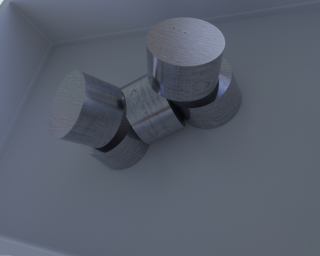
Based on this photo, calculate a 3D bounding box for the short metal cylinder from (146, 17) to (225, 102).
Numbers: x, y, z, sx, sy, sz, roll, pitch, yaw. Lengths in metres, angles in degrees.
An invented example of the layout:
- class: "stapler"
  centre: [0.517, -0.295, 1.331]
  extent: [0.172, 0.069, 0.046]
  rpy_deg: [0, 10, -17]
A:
- class: "short metal cylinder"
  centre: [0.026, -0.075, 0.335]
  extent: [0.081, 0.050, 0.080]
  rpy_deg: [0, 53, 0]

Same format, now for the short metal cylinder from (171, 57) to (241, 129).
- class: "short metal cylinder"
  centre: [0.055, -0.046, 0.386]
  extent: [0.080, 0.050, 0.080]
  rpy_deg: [-13, 56, 20]

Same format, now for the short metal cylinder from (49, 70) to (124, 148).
- class: "short metal cylinder"
  centre: [-0.087, -0.021, 0.361]
  extent: [0.080, 0.050, 0.080]
  rpy_deg: [-20, 61, 42]

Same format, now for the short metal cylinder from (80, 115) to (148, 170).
- class: "short metal cylinder"
  centre: [-0.061, 0.009, 0.412]
  extent: [0.080, 0.050, 0.080]
  rpy_deg: [-13, 56, 20]

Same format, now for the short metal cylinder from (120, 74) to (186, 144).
- class: "short metal cylinder"
  centre: [-0.009, -0.027, 0.388]
  extent: [0.050, 0.080, 0.080]
  rpy_deg: [-26, 53, 12]
